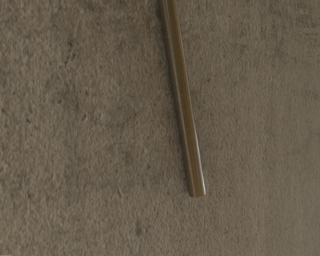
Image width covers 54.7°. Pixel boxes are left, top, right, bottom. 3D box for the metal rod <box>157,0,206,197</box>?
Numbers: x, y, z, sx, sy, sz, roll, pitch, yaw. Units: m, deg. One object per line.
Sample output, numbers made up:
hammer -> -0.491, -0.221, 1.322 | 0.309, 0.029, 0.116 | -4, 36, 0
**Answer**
metal rod -> 0.030, -0.049, 0.431 | 0.025, 0.025, 0.298 | -16, 101, -39
